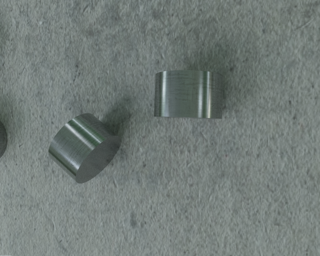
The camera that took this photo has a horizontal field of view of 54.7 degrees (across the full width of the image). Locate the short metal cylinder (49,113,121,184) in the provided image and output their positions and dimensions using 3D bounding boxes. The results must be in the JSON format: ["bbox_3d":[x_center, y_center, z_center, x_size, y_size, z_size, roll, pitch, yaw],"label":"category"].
[{"bbox_3d":[-0.099,0.027,0.413,0.050,0.080,0.080,38,102,15],"label":"short metal cylinder"}]

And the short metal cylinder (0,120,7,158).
[{"bbox_3d":[-0.297,0.019,0.498,0.080,0.050,0.079,0,90,19],"label":"short metal cylinder"}]

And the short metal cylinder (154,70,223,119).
[{"bbox_3d":[0.034,-0.037,0.367,0.080,0.080,0.050,2,91,19],"label":"short metal cylinder"}]
